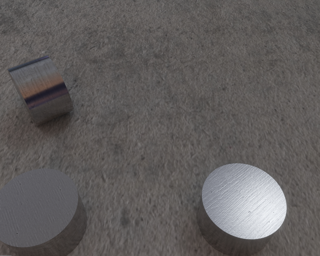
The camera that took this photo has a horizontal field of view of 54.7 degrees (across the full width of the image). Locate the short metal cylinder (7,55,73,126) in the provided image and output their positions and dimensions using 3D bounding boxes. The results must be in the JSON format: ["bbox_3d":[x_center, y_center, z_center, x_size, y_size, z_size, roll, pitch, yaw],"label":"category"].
[{"bbox_3d":[-0.156,-0.049,0.406,0.050,0.080,0.080,-28,56,-22],"label":"short metal cylinder"}]

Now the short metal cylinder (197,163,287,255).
[{"bbox_3d":[0.081,0.083,0.318,0.081,0.050,0.080,0,50,0],"label":"short metal cylinder"}]

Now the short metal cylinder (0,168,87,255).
[{"bbox_3d":[-0.118,0.088,0.311,0.081,0.050,0.080,0,50,0],"label":"short metal cylinder"}]
